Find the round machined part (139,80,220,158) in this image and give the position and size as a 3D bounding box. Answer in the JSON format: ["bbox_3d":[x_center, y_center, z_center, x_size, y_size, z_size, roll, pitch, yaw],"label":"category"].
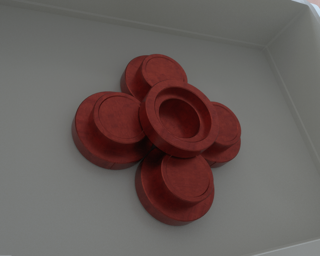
[{"bbox_3d":[0.020,-0.008,0.381,0.099,0.042,0.098,14,56,-21],"label":"round machined part"}]

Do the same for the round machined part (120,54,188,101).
[{"bbox_3d":[-0.001,-0.063,0.428,0.099,0.042,0.098,14,56,-21],"label":"round machined part"}]

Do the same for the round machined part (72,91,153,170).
[{"bbox_3d":[-0.050,-0.003,0.366,0.099,0.042,0.098,14,56,-21],"label":"round machined part"}]

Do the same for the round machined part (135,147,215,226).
[{"bbox_3d":[0.024,0.061,0.367,0.099,0.042,0.098,15,54,-21],"label":"round machined part"}]

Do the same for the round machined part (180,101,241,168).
[{"bbox_3d":[0.072,0.002,0.429,0.099,0.042,0.098,14,56,-21],"label":"round machined part"}]
